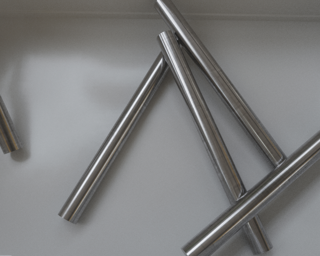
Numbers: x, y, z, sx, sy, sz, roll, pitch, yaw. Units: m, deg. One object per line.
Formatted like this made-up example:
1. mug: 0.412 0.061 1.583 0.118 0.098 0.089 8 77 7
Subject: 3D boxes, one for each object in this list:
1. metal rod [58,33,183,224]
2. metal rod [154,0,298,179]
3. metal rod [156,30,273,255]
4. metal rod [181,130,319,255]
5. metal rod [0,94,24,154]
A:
1. metal rod: -0.039 -0.015 0.414 0.025 0.025 0.300 27 72 9
2. metal rod: 0.084 -0.057 0.415 0.025 0.025 0.299 -32 79 -11
3. metal rod: 0.063 0.008 0.393 0.025 0.025 0.299 -21 77 -8
4. metal rod: 0.149 0.052 0.363 0.301 0.025 0.025 -35 74 -15
5. metal rod: -0.240 -0.109 0.377 0.025 0.025 0.298 -22 99 -8
